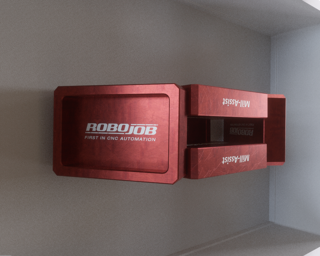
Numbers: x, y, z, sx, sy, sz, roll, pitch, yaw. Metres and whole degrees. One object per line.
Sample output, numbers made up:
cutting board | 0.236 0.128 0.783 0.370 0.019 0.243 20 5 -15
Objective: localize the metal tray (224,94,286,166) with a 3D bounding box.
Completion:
metal tray | 0.131 0.002 0.447 0.030 0.130 0.089 1 90 -10

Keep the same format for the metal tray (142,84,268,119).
metal tray | 0.054 -0.027 0.367 0.131 0.090 0.030 0 90 -40

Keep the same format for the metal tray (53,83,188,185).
metal tray | -0.041 0.004 0.304 0.030 0.130 0.089 0 91 -72

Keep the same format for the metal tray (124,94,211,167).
metal tray | 0.014 0.003 0.413 0.131 0.030 0.089 -1 91 -41

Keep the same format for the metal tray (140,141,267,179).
metal tray | 0.053 0.034 0.367 0.131 0.090 0.030 0 90 -40
